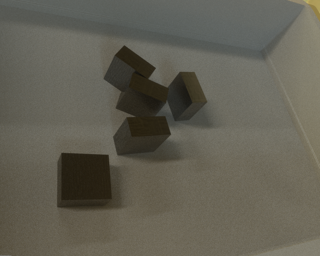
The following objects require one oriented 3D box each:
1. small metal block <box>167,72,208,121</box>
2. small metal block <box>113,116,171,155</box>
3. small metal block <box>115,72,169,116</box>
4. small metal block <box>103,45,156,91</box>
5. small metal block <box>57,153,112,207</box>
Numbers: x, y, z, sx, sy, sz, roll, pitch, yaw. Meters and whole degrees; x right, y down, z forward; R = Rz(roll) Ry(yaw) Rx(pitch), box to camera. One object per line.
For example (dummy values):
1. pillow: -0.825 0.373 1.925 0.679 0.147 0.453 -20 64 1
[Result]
1. small metal block: 0.035 -0.044 0.437 0.025 0.050 0.050 -6 65 -31
2. small metal block: -0.023 0.009 0.373 0.050 0.050 0.025 -3 63 -30
3. small metal block: -0.024 -0.038 0.402 0.050 0.050 0.025 22 54 -15
4. small metal block: -0.041 -0.073 0.413 0.050 0.050 0.025 35 51 -6
5. small metal block: -0.081 0.055 0.329 0.050 0.025 0.050 5 59 -26
